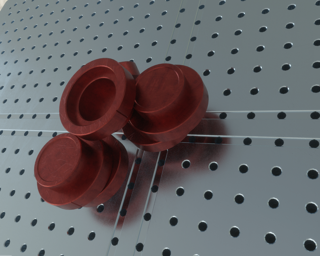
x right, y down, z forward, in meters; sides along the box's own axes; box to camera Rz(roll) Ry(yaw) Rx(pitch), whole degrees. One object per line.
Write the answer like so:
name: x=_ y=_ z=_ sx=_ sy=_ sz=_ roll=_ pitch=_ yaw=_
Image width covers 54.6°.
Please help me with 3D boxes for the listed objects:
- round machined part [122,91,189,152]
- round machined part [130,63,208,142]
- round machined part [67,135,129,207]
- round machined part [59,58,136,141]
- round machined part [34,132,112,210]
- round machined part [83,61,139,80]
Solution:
round machined part: x=-0.007 y=-0.023 z=0.389 sx=0.098 sy=0.042 sz=0.098 roll=-13 pitch=56 yaw=21
round machined part: x=0.003 y=-0.037 z=0.364 sx=0.098 sy=0.042 sz=0.098 roll=-13 pitch=55 yaw=20
round machined part: x=-0.093 y=0.047 z=0.392 sx=0.098 sy=0.042 sz=0.098 roll=-13 pitch=56 yaw=21
round machined part: x=-0.069 y=-0.031 z=0.371 sx=0.098 sy=0.042 sz=0.098 roll=-12 pitch=64 yaw=27
round machined part: x=-0.111 y=0.045 z=0.374 sx=0.098 sy=0.042 sz=0.098 roll=-13 pitch=56 yaw=21
round machined part: x=-0.072 y=-0.054 z=0.445 sx=0.098 sy=0.098 sz=0.042 roll=-25 pitch=88 yaw=13
